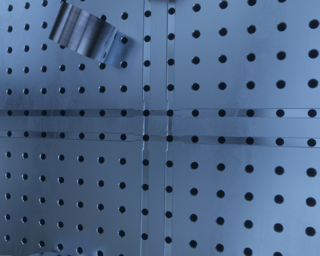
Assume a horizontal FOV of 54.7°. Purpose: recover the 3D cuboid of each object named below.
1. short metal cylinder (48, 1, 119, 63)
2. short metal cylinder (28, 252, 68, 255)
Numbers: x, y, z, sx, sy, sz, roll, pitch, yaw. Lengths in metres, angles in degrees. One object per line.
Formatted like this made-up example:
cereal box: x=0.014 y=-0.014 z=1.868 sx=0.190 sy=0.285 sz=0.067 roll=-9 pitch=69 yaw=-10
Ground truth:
short metal cylinder: x=-0.103 y=-0.128 z=0.420 sx=0.080 sy=0.080 sz=0.050 roll=28 pitch=100 yaw=17
short metal cylinder: x=-0.166 y=0.220 z=0.442 sx=0.080 sy=0.080 sz=0.050 roll=6 pitch=92 yaw=20
